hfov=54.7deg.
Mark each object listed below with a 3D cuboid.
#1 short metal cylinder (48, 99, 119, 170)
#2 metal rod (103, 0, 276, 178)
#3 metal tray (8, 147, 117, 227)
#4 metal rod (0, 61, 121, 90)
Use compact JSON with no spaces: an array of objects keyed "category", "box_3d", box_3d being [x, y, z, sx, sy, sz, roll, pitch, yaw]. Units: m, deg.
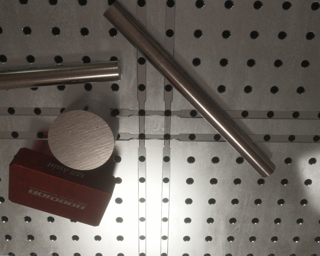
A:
[{"category":"short metal cylinder","box_3d":[-0.096,0.007,0.402,0.081,0.050,0.079,0,110,0]},{"category":"metal rod","box_3d":[0.047,-0.040,0.399,0.025,0.025,0.300,-43,105,14]},{"category":"metal tray","box_3d":[-0.134,0.084,0.422,0.131,0.030,0.089,19,132,-8]},{"category":"metal rod","box_3d":[-0.201,-0.060,0.388,0.302,0.025,0.025,-5,110,1]}]
